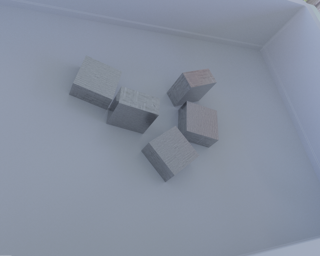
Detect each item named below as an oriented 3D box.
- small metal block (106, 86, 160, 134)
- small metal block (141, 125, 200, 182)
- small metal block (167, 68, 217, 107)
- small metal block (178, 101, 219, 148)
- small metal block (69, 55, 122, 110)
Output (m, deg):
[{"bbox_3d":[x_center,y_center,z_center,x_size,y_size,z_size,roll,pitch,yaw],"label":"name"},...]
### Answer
[{"bbox_3d":[-0.034,-0.021,0.385,0.050,0.050,0.025,16,55,-19],"label":"small metal block"},{"bbox_3d":[0.014,0.032,0.395,0.050,0.025,0.050,-32,80,-38],"label":"small metal block"},{"bbox_3d":[0.046,-0.059,0.452,0.050,0.050,0.025,-16,70,-35],"label":"small metal block"},{"bbox_3d":[0.054,-0.005,0.440,0.050,0.025,0.050,16,55,-20],"label":"small metal block"},{"bbox_3d":[-0.082,-0.058,0.398,0.050,0.025,0.050,23,53,-15],"label":"small metal block"}]
